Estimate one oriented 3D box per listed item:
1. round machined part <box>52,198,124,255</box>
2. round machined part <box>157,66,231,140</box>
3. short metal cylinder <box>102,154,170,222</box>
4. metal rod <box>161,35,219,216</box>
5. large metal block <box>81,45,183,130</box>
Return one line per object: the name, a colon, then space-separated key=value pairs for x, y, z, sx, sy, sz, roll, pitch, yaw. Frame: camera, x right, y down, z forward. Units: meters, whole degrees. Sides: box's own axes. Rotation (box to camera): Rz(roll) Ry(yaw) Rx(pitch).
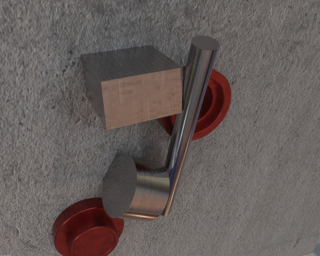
round machined part: x=-0.097 y=0.150 z=0.436 sx=0.099 sy=0.042 sz=0.097 roll=-14 pitch=124 yaw=-21
round machined part: x=0.038 y=-0.035 z=0.395 sx=0.099 sy=0.042 sz=0.097 roll=-14 pitch=124 yaw=-21
short metal cylinder: x=-0.033 y=0.078 z=0.402 sx=0.050 sy=0.080 sz=0.080 roll=19 pitch=109 yaw=-36
metal rod: x=0.023 y=0.026 z=0.383 sx=0.025 sy=0.025 sz=0.298 roll=-14 pitch=140 yaw=-21
large metal block: x=-0.031 y=-0.047 z=0.325 sx=0.081 sy=0.080 sz=0.050 roll=-14 pitch=124 yaw=-21
